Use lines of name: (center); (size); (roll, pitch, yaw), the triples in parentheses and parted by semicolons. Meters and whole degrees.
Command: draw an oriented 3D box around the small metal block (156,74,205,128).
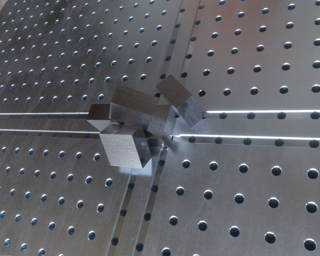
small metal block: (0.027, -0.034, 0.400); (0.025, 0.050, 0.050); (-40, 51, 1)

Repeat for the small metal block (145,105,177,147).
small metal block: (-0.009, -0.003, 0.416); (0.050, 0.025, 0.050); (2, 63, 28)

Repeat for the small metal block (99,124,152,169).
small metal block: (-0.044, 0.023, 0.399); (0.050, 0.050, 0.025); (1, 31, 29)

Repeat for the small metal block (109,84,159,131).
small metal block: (-0.033, -0.024, 0.380); (0.050, 0.050, 0.025); (18, 67, -4)

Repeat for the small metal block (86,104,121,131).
small metal block: (-0.065, -0.010, 0.433); (0.050, 0.050, 0.025); (1, 63, 30)
